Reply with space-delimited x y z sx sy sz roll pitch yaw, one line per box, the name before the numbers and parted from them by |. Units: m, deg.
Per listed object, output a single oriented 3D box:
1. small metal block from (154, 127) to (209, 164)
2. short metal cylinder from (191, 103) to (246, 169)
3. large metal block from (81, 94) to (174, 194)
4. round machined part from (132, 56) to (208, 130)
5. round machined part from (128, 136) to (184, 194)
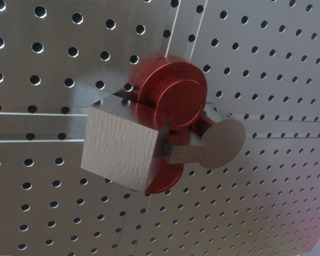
small metal block | 0.025 0.020 0.392 0.050 0.050 0.025 1 118 -29
short metal cylinder | 0.073 0.011 0.440 0.081 0.050 0.079 -14 124 -21
large metal block | -0.038 0.016 0.357 0.050 0.080 0.079 -46 153 -61
round machined part | 0.018 -0.036 0.388 0.099 0.042 0.097 -14 124 -21
round machined part | -0.006 0.052 0.429 0.099 0.042 0.097 -14 124 -21
